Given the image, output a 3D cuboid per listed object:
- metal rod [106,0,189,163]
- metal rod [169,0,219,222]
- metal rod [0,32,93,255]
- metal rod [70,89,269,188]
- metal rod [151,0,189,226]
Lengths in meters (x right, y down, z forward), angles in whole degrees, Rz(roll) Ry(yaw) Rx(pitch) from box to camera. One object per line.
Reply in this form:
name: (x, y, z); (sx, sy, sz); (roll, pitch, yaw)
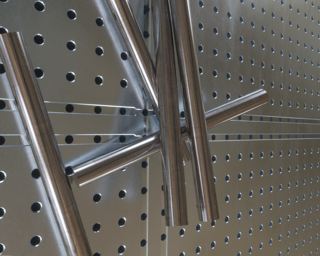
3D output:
metal rod: (-0.022, -0.086, 0.391); (0.025, 0.025, 0.299); (-37, 113, -34)
metal rod: (0.040, -0.038, 0.384); (0.025, 0.025, 0.298); (-4, 85, -40)
metal rod: (-0.107, 0.055, 0.320); (0.025, 0.025, 0.298); (-23, 105, -38)
metal rod: (0.032, 0.003, 0.404); (0.302, 0.025, 0.025); (-22, 105, -27)
metal rod: (0.009, -0.038, 0.376); (0.025, 0.025, 0.299); (8, 72, -40)
